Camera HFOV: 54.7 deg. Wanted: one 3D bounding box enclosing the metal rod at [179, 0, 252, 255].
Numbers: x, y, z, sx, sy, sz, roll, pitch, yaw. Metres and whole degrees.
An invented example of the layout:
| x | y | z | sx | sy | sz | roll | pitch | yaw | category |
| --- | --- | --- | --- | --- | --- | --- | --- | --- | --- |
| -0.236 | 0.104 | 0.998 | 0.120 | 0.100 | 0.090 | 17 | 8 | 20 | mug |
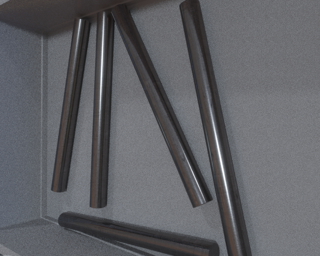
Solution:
| x | y | z | sx | sy | sz | roll | pitch | yaw | category |
| --- | --- | --- | --- | --- | --- | --- | --- | --- | --- |
| 0.061 | -0.005 | 0.356 | 0.025 | 0.025 | 0.298 | -17 | 80 | 39 | metal rod |

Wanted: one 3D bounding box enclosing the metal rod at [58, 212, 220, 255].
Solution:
| x | y | z | sx | sy | sz | roll | pitch | yaw | category |
| --- | --- | --- | --- | --- | --- | --- | --- | --- | --- |
| -0.053 | 0.153 | 0.450 | 0.300 | 0.025 | 0.025 | -4 | 88 | 40 | metal rod |

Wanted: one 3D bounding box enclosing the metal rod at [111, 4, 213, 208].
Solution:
| x | y | z | sx | sy | sz | roll | pitch | yaw | category |
| --- | --- | --- | --- | --- | --- | --- | --- | --- | --- |
| -0.004 | -0.042 | 0.410 | 0.025 | 0.025 | 0.299 | -35 | 68 | 34 | metal rod |

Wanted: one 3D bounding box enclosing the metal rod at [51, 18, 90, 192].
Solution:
| x | y | z | sx | sy | sz | roll | pitch | yaw | category |
| --- | --- | --- | --- | --- | --- | --- | --- | --- | --- |
| -0.156 | -0.033 | 0.535 | 0.025 | 0.025 | 0.298 | 18 | 101 | 38 | metal rod |

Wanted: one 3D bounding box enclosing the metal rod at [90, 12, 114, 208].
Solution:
| x | y | z | sx | sy | sz | roll | pitch | yaw | category |
| --- | --- | --- | --- | --- | --- | --- | --- | --- | --- |
| -0.091 | -0.026 | 0.481 | 0.025 | 0.025 | 0.298 | 5 | 93 | 40 | metal rod |
